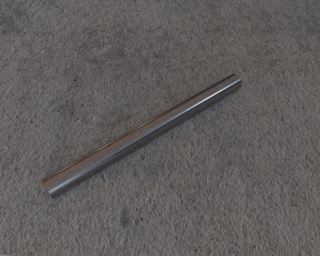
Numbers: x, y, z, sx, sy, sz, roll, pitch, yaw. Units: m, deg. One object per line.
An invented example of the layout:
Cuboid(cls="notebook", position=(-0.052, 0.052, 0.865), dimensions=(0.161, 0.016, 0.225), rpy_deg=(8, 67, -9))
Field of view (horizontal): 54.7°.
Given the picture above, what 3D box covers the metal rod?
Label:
Cuboid(cls="metal rod", position=(-0.006, -0.001, 0.406), dimensions=(0.302, 0.025, 0.025), rpy_deg=(-30, 57, -23))
